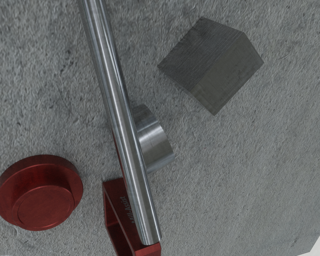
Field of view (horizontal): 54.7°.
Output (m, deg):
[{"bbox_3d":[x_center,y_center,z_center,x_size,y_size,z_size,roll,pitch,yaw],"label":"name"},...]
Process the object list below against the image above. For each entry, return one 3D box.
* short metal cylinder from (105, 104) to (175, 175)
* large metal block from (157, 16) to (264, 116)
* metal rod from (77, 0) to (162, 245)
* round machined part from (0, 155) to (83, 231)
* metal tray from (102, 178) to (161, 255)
[{"bbox_3d":[-0.025,0.018,0.370,0.050,0.080,0.080,-29,129,-10],"label":"short metal cylinder"},{"bbox_3d":[0.055,-0.073,0.358,0.080,0.080,0.050,-48,129,5],"label":"large metal block"},{"bbox_3d":[-0.041,-0.022,0.302,0.025,0.025,0.298,-17,104,-19],"label":"metal rod"},{"bbox_3d":[-0.141,0.084,0.371,0.099,0.042,0.097,-14,125,-21],"label":"round machined part"},{"bbox_3d":[-0.041,0.138,0.404,0.030,0.130,0.089,-11,124,-23],"label":"metal tray"}]
